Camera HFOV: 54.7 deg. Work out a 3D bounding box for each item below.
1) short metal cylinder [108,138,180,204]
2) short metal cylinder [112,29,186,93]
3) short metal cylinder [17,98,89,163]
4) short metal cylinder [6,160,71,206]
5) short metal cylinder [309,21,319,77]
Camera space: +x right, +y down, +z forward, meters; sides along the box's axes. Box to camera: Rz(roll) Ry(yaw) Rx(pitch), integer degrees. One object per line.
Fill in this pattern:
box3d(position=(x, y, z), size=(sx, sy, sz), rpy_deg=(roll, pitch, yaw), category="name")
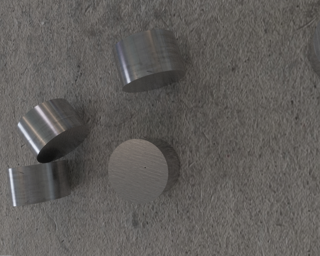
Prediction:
box3d(position=(-0.019, 0.053, 0.402), size=(0.080, 0.050, 0.080), rpy_deg=(0, 90, 20), category="short metal cylinder")
box3d(position=(-0.014, -0.080, 0.384), size=(0.080, 0.080, 0.050), rpy_deg=(-17, 85, 19), category="short metal cylinder")
box3d(position=(-0.147, 0.004, 0.432), size=(0.080, 0.080, 0.050), rpy_deg=(-43, 77, 15), category="short metal cylinder")
box3d(position=(-0.171, 0.076, 0.440), size=(0.080, 0.080, 0.050), rpy_deg=(-10, 87, 20), category="short metal cylinder")
box3d(position=(0.202, -0.087, 0.324), size=(0.080, 0.050, 0.080), rpy_deg=(0, 90, 20), category="short metal cylinder")
